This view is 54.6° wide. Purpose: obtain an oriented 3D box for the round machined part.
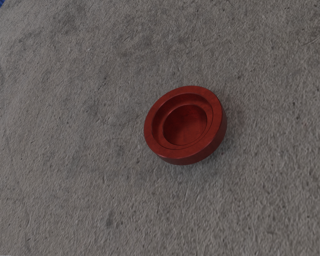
[{"bbox_3d":[0.033,0.000,0.376,0.098,0.042,0.098,-13,56,21],"label":"round machined part"}]
